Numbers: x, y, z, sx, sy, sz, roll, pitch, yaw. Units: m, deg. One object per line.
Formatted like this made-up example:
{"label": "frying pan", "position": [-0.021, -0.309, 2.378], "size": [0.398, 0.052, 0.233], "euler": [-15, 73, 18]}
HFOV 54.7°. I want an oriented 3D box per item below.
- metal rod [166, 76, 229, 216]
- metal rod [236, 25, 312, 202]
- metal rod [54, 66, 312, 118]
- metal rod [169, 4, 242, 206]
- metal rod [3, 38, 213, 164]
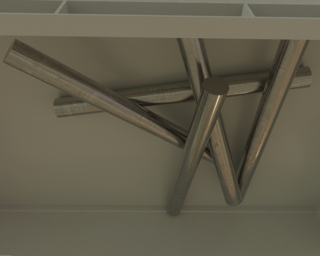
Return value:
{"label": "metal rod", "position": [0.038, 0.049, 0.409], "size": [0.025, 0.025, 0.298], "euler": [4, 143, -4]}
{"label": "metal rod", "position": [0.126, 0.012, 0.397], "size": [0.025, 0.025, 0.298], "euler": [0, 137, -1]}
{"label": "metal rod", "position": [0.022, -0.042, 0.373], "size": [0.302, 0.025, 0.025], "euler": [-7, 130, 5]}
{"label": "metal rod", "position": [0.066, 0.000, 0.375], "size": [0.025, 0.025, 0.299], "euler": [-14, 129, 11]}
{"label": "metal rod", "position": [-0.025, -0.014, 0.364], "size": [0.301, 0.025, 0.025], "euler": [27, 126, -33]}
